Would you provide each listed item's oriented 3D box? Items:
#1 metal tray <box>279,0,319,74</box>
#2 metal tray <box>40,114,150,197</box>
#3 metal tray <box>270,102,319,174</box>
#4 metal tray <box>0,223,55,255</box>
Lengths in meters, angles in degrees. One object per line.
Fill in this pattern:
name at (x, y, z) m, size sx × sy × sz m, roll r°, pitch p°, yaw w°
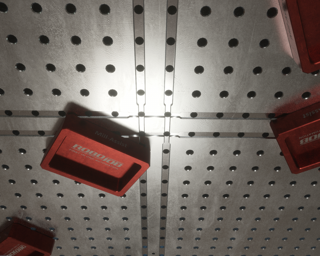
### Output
metal tray at (0.169, -0.126, 0.303) m, size 0.090 × 0.030 × 0.130 m, roll -21°, pitch 127°, yaw 17°
metal tray at (-0.091, 0.044, 0.444) m, size 0.131 × 0.030 × 0.090 m, roll 26°, pitch 125°, yaw -21°
metal tray at (0.227, 0.006, 0.416) m, size 0.130 × 0.030 × 0.090 m, roll -24°, pitch 127°, yaw 18°
metal tray at (-0.283, 0.242, 0.609) m, size 0.130 × 0.030 × 0.090 m, roll -36°, pitch 122°, yaw 26°
